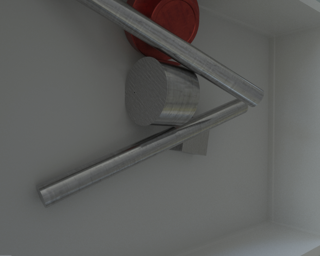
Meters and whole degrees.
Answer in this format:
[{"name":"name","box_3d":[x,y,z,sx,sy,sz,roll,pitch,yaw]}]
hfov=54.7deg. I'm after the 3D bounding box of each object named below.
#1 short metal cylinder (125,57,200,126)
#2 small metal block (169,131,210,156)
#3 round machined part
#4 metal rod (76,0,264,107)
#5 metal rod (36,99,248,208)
[{"name":"short metal cylinder","box_3d":[0.001,-0.042,0.374,0.050,0.080,0.079,1,90,-40]},{"name":"small metal block","box_3d":[0.044,0.011,0.446,0.050,0.025,0.050,14,81,-39]},{"name":"round machined part","box_3d":[0.009,-0.130,0.379,0.099,0.042,0.097,-16,124,-25]},{"name":"metal rod","box_3d":[-0.008,-0.104,0.340,0.301,0.025,0.025,28,72,-17]},{"name":"metal rod","box_3d":[0.001,0.018,0.385,0.302,0.025,0.025,-23,105,-30]}]
